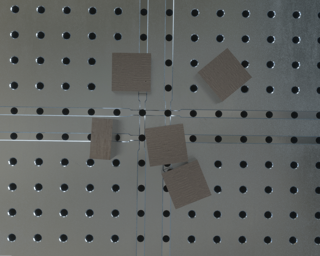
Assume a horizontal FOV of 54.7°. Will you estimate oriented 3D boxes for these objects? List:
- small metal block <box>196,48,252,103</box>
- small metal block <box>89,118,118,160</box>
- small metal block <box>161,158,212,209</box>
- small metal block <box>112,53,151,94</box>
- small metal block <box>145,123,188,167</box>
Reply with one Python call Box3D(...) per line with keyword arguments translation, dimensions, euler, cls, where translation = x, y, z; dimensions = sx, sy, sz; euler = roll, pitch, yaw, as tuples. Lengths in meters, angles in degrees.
Box3D(translation=(0.084, -0.069, 0.415), dimensions=(0.050, 0.025, 0.050), euler=(-40, 91, 0), cls="small metal block")
Box3D(translation=(-0.071, 0.013, 0.400), dimensions=(0.025, 0.050, 0.050), euler=(4, 90, 0), cls="small metal block")
Box3D(translation=(0.034, 0.073, 0.414), dimensions=(0.050, 0.025, 0.050), euler=(-22, 90, -1), cls="small metal block")
Box3D(translation=(-0.037, -0.072, 0.413), dimensions=(0.050, 0.025, 0.050), euler=(1, 90, -1), cls="small metal block")
Box3D(translation=(0.008, 0.022, 0.414), dimensions=(0.050, 0.025, 0.050), euler=(-8, 90, -1), cls="small metal block")
